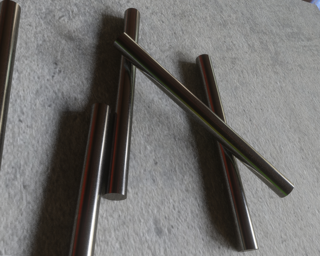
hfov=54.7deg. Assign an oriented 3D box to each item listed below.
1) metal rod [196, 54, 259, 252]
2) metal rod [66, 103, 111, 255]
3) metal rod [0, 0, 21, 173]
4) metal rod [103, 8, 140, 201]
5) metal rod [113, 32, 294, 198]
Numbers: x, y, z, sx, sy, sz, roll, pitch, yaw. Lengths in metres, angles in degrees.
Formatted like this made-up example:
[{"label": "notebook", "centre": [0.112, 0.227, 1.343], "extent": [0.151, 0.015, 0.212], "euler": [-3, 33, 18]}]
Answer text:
[{"label": "metal rod", "centre": [0.089, 0.017, 0.443], "extent": [0.025, 0.025, 0.299], "euler": [7, 59, -25]}, {"label": "metal rod", "centre": [-0.075, 0.104, 0.300], "extent": [0.025, 0.025, 0.299], "euler": [15, 56, -21]}, {"label": "metal rod", "centre": [-0.173, -0.022, 0.324], "extent": [0.025, 0.025, 0.299], "euler": [7, 59, -25]}, {"label": "metal rod", "centre": [-0.046, -0.053, 0.412], "extent": [0.025, 0.025, 0.299], "euler": [15, 56, -21]}, {"label": "metal rod", "centre": [0.057, -0.017, 0.413], "extent": [0.300, 0.025, 0.025], "euler": [42, 51, 0]}]
